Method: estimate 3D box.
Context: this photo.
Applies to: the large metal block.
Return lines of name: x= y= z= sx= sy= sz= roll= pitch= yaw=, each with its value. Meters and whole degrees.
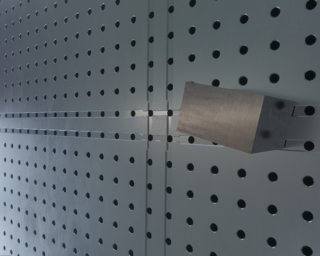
large metal block: x=0.077 y=-0.012 z=0.311 sx=0.080 sy=0.081 sz=0.050 roll=18 pitch=101 yaw=39
